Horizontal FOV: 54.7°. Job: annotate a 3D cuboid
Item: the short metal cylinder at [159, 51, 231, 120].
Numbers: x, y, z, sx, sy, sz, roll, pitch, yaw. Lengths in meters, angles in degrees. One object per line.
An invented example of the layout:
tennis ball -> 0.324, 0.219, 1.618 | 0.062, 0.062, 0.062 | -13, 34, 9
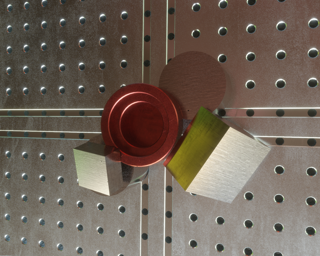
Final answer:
short metal cylinder -> 0.045, -0.050, 0.383 | 0.080, 0.050, 0.079 | 0, 90, 20

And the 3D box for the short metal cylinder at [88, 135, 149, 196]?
short metal cylinder -> -0.061, 0.047, 0.420 | 0.080, 0.050, 0.079 | 0, 90, 20

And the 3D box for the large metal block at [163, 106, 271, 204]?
large metal block -> 0.065, 0.033, 0.353 | 0.080, 0.080, 0.050 | -57, 39, 11

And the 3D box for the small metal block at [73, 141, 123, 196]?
small metal block -> -0.074, 0.048, 0.372 | 0.050, 0.025, 0.050 | 9, 113, 31

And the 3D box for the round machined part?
round machined part -> -0.019, -0.004, 0.379 | 0.098, 0.042, 0.097 | 0, 90, 20
